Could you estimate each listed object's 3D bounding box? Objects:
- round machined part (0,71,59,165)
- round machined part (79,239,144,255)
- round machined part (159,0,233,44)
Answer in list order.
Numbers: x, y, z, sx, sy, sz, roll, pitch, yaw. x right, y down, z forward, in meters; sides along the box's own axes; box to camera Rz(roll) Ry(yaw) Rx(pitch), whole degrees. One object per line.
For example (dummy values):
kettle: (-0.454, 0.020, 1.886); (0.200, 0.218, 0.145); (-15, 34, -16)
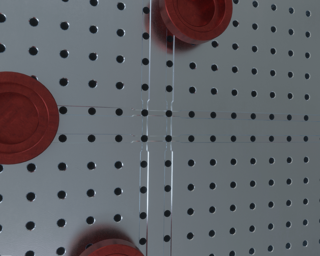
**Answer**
round machined part: (-0.164, -0.011, 0.343); (0.099, 0.042, 0.097); (0, 90, -20)
round machined part: (-0.063, 0.185, 0.381); (0.099, 0.042, 0.097); (0, 90, -20)
round machined part: (0.045, -0.162, 0.420); (0.099, 0.042, 0.097); (0, 90, -20)
